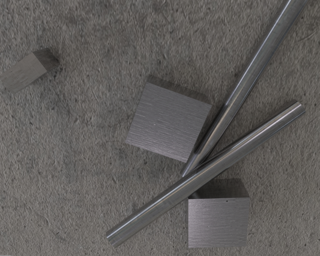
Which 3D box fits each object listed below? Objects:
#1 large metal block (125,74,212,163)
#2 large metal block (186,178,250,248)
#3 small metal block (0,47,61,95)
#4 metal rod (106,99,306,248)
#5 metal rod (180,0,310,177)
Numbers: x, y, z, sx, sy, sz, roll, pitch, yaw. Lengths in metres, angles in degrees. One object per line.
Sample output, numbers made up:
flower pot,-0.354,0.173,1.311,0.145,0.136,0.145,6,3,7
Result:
large metal block,0.009,-0.013,0.392,0.080,0.050,0.079,19,109,-7
large metal block,0.079,0.120,0.442,0.080,0.050,0.079,-2,110,0
small metal block,-0.154,-0.069,0.369,0.050,0.050,0.025,-31,107,11
metal rod,0.058,0.060,0.406,0.300,0.025,0.025,-36,107,2
metal rod,0.108,-0.057,0.389,0.025,0.025,0.298,26,108,-9
